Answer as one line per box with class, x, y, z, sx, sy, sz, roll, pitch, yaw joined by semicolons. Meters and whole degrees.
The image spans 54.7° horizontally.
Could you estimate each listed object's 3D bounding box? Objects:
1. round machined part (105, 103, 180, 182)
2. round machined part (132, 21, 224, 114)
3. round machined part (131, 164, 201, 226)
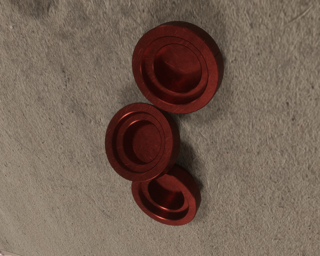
round machined part;-0.018;0.018;0.397;0.098;0.042;0.097;-2;86;27
round machined part;0.022;-0.068;0.341;0.098;0.042;0.097;13;124;20
round machined part;0.012;0.089;0.443;0.098;0.042;0.097;13;124;20
